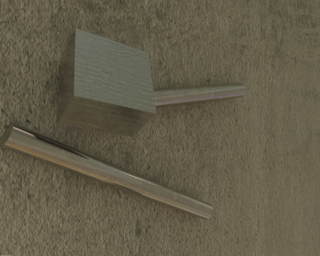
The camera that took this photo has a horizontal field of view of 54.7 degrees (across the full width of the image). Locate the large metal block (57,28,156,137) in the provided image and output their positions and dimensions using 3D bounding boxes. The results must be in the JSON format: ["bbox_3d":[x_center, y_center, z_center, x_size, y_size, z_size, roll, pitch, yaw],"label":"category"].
[{"bbox_3d":[-0.055,-0.043,0.315,0.081,0.050,0.080,11,55,-30],"label":"large metal block"}]

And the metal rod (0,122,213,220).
[{"bbox_3d":[-0.036,0.066,0.376,0.301,0.025,0.025,29,72,-36],"label":"metal rod"}]

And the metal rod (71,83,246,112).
[{"bbox_3d":[0.019,-0.043,0.422,0.302,0.025,0.025,-10,97,-40],"label":"metal rod"}]
